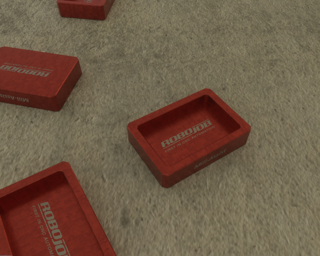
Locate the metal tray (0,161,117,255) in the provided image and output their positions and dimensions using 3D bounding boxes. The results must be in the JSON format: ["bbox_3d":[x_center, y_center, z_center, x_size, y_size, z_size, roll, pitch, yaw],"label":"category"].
[{"bbox_3d":[-0.109,0.105,0.310,0.091,0.030,0.130,-25,55,-20],"label":"metal tray"}]

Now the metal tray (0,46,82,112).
[{"bbox_3d":[-0.195,-0.076,0.461,0.131,0.030,0.090,10,51,8],"label":"metal tray"}]

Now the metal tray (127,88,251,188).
[{"bbox_3d":[0.036,0.007,0.394,0.131,0.030,0.090,-26,55,-21],"label":"metal tray"}]

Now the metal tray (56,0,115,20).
[{"bbox_3d":[-0.140,-0.267,0.622,0.091,0.030,0.130,7,50,5],"label":"metal tray"}]
